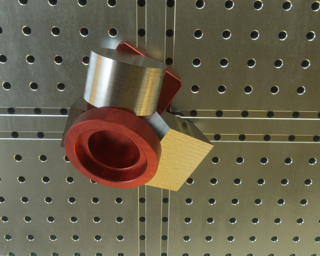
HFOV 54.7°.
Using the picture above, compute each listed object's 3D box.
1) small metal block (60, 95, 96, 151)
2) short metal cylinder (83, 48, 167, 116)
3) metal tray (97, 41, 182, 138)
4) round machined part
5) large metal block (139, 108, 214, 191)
[{"bbox_3d":[-0.092,-0.006,0.363,0.025,0.050,0.050,18,109,-7],"label":"small metal block"},{"bbox_3d":[-0.037,-0.051,0.332,0.081,0.080,0.050,13,110,-5],"label":"short metal cylinder"},{"bbox_3d":[-0.045,-0.033,0.398,0.090,0.030,0.129,33,106,-12],"label":"metal tray"},{"bbox_3d":[-0.047,0.017,0.330,0.098,0.042,0.097,7,131,8],"label":"round machined part"},{"bbox_3d":[0.006,0.028,0.391,0.080,0.050,0.080,21,112,-41],"label":"large metal block"}]
